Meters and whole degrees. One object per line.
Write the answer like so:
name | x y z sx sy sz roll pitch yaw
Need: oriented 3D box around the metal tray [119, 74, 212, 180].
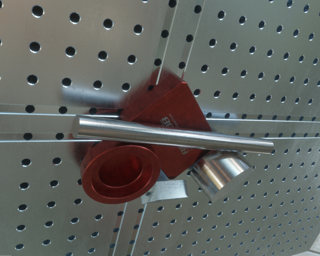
metal tray | 0.017 0.003 0.422 0.090 0.030 0.130 -37 130 -4

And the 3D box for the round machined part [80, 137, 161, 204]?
round machined part | -0.052 0.048 0.396 0.099 0.042 0.097 -11 128 -15

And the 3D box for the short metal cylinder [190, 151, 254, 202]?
short metal cylinder | 0.093 0.067 0.470 0.080 0.050 0.080 -30 154 -17

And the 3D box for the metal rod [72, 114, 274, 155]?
metal rod | 0.040 0.014 0.402 0.302 0.025 0.025 7 115 -32

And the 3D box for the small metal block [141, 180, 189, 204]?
small metal block | 0.006 0.095 0.457 0.050 0.025 0.050 2 161 -31
